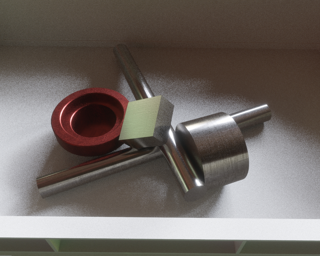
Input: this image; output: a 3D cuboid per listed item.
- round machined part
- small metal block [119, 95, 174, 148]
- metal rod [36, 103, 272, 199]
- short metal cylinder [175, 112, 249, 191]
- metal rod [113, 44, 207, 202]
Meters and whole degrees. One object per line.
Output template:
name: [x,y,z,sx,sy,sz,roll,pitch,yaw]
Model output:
round machined part: [-0.083,-0.003,0.394,0.099,0.042,0.098,0,50,0]
small metal block: [-0.015,-0.006,0.355,0.050,0.025,0.050,-8,60,37]
metal rod: [0.005,0.023,0.384,0.302,0.025,0.025,-18,53,-15]
short metal cylinder: [0.055,0.027,0.346,0.050,0.080,0.080,-15,52,-13]
metal rod: [-0.015,-0.032,0.406,0.025,0.025,0.300,-15,45,-13]
